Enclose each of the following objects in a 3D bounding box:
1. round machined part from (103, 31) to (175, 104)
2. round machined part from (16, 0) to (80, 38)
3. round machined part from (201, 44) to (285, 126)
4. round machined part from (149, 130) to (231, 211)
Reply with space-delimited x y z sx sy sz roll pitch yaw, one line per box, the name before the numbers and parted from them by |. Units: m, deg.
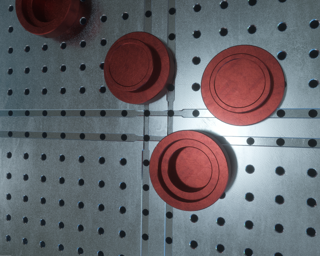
round machined part | -0.033 -0.081 0.416 0.098 0.042 0.097 0 90 20
round machined part | -0.161 -0.182 0.461 0.098 0.042 0.097 0 90 20
round machined part | 0.097 -0.051 0.370 0.098 0.042 0.097 0 90 20
round machined part | 0.039 0.051 0.390 0.098 0.042 0.097 0 90 20
